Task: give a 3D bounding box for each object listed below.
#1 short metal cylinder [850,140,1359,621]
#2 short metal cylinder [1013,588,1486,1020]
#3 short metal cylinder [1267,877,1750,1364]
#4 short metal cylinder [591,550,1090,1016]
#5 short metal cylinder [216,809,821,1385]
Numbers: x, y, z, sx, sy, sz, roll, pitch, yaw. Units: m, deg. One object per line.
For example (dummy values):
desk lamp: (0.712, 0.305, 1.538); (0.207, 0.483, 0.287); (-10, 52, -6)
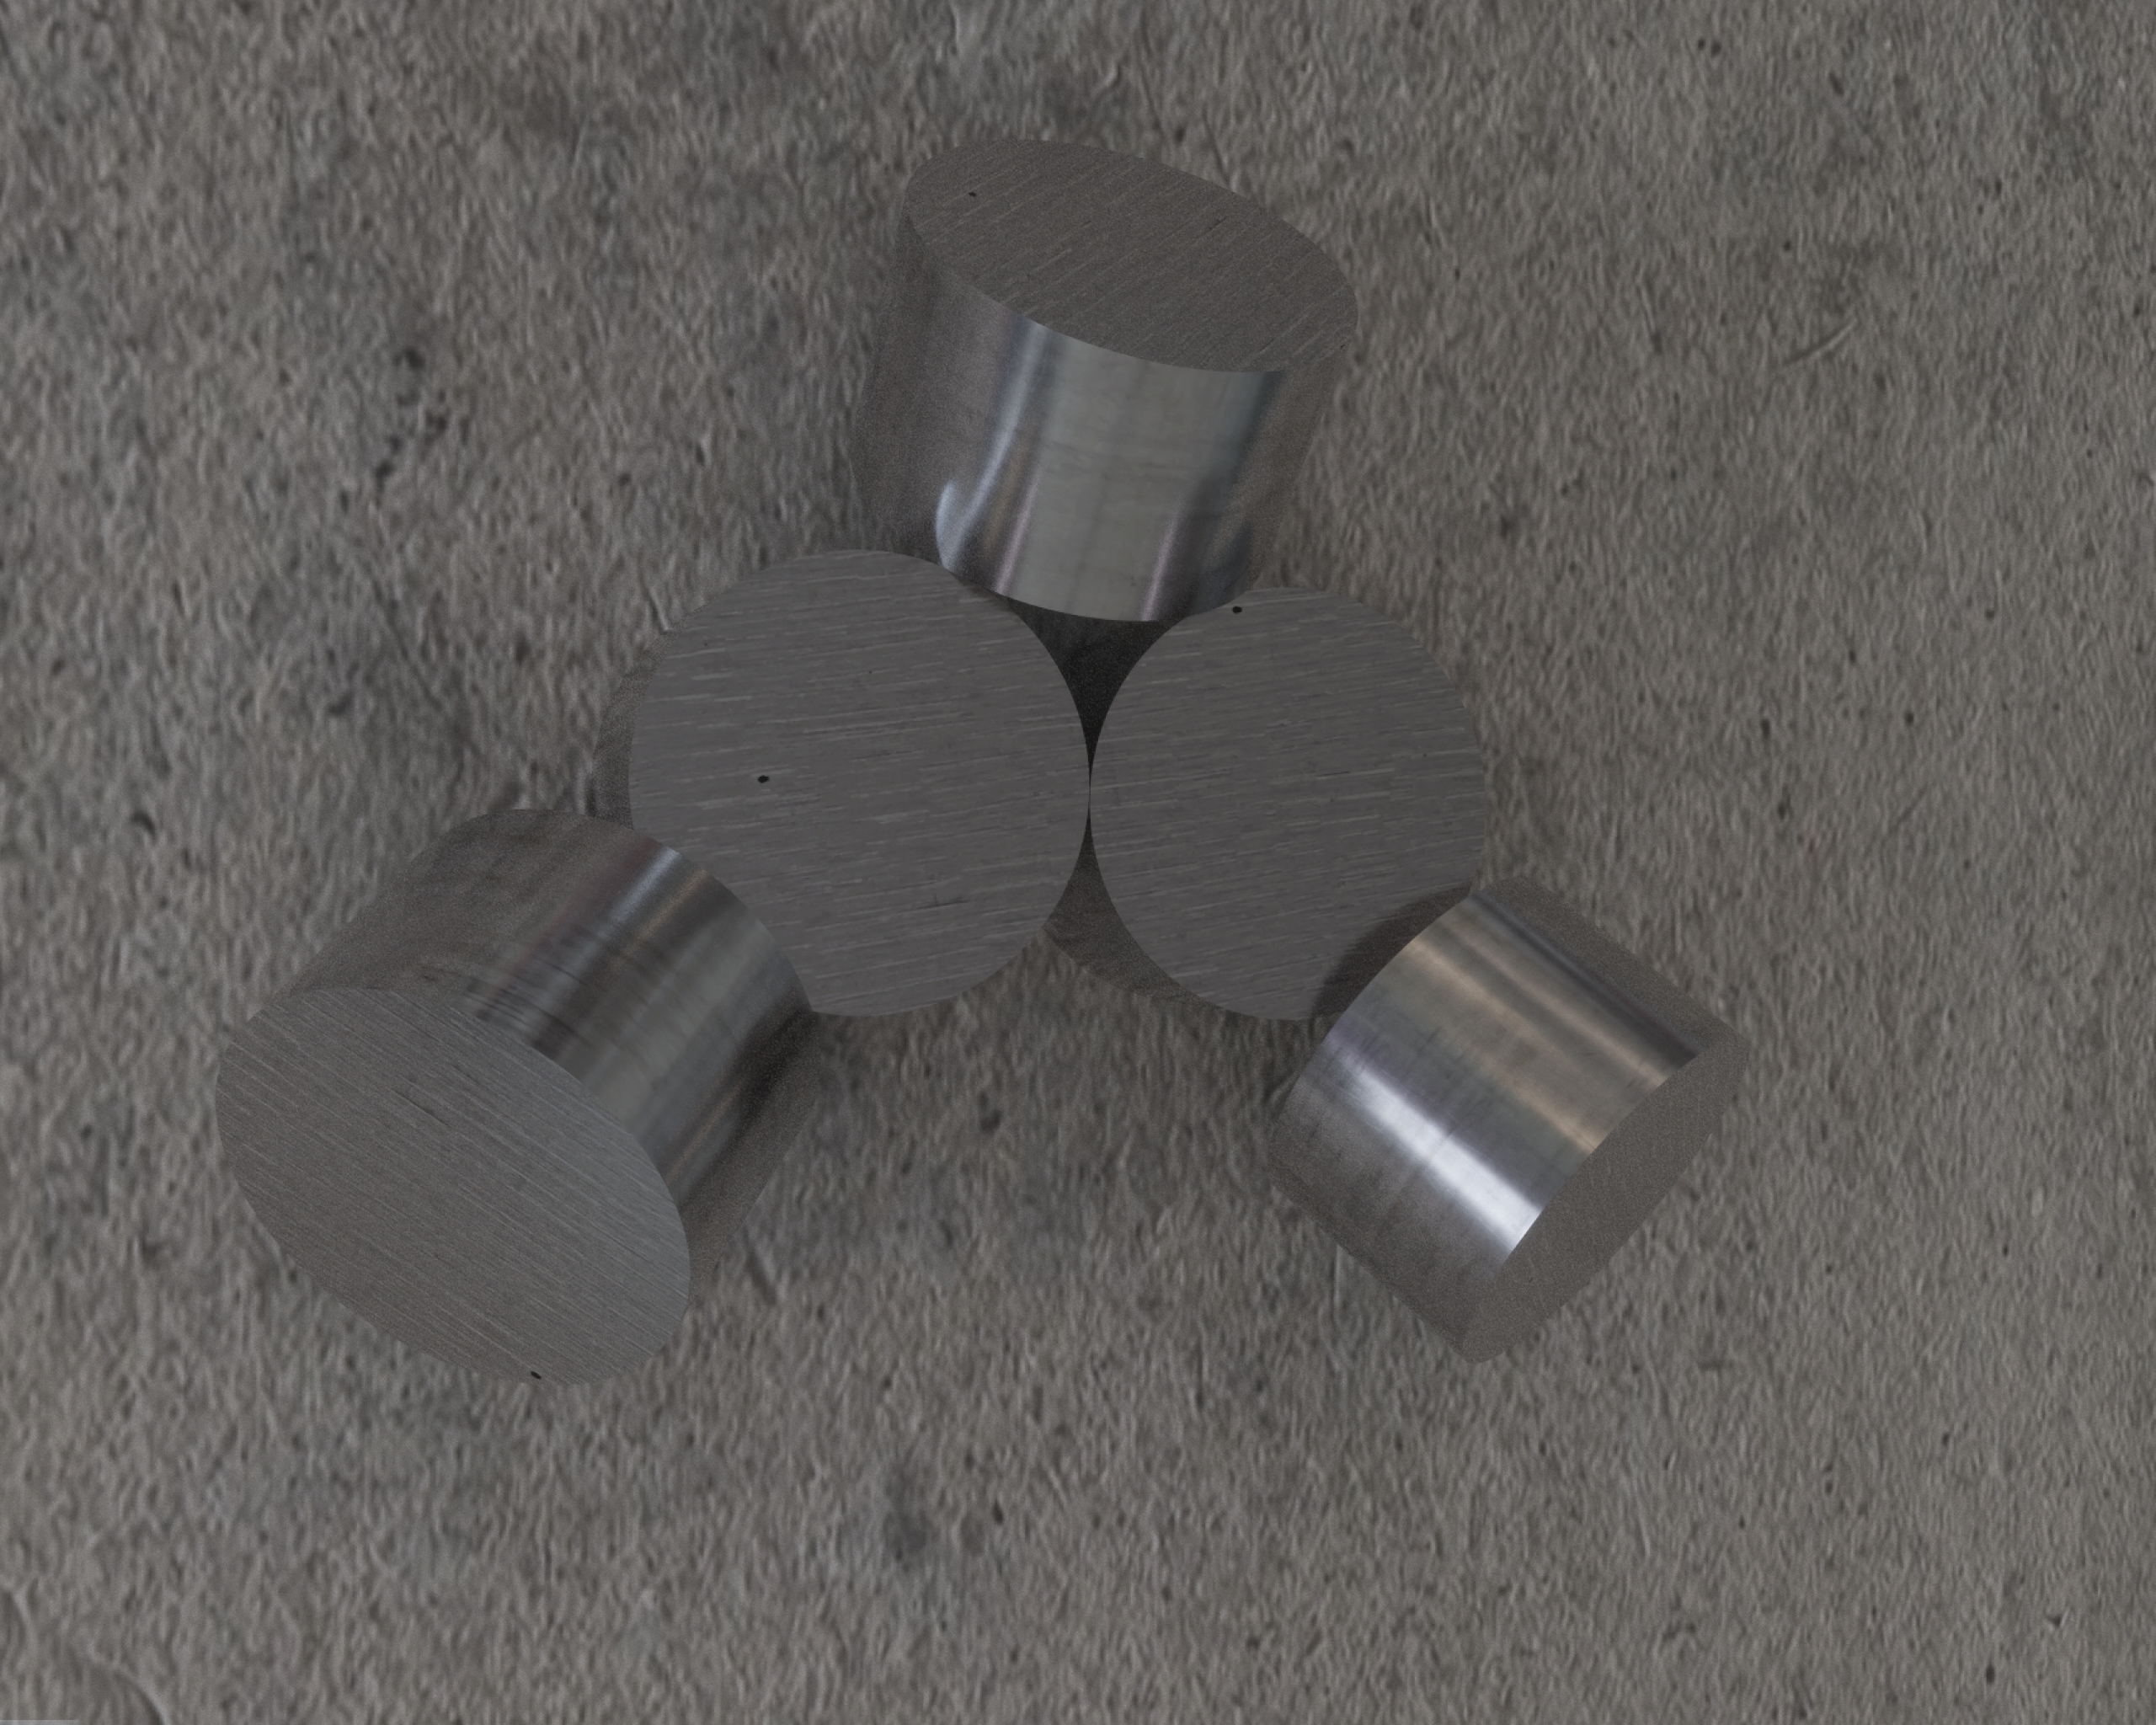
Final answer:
short metal cylinder: (0.004, -0.087, 0.374); (0.081, 0.080, 0.050); (2, 133, -20)
short metal cylinder: (0.031, -0.011, 0.407); (0.081, 0.050, 0.080); (0, 90, -20)
short metal cylinder: (0.083, 0.049, 0.403); (0.080, 0.080, 0.050); (-41, 61, -15)
short metal cylinder: (-0.044, -0.014, 0.379); (0.081, 0.050, 0.080); (0, 90, -20)
short metal cylinder: (-0.089, 0.038, 0.340); (0.080, 0.080, 0.050); (47, 35, -14)
